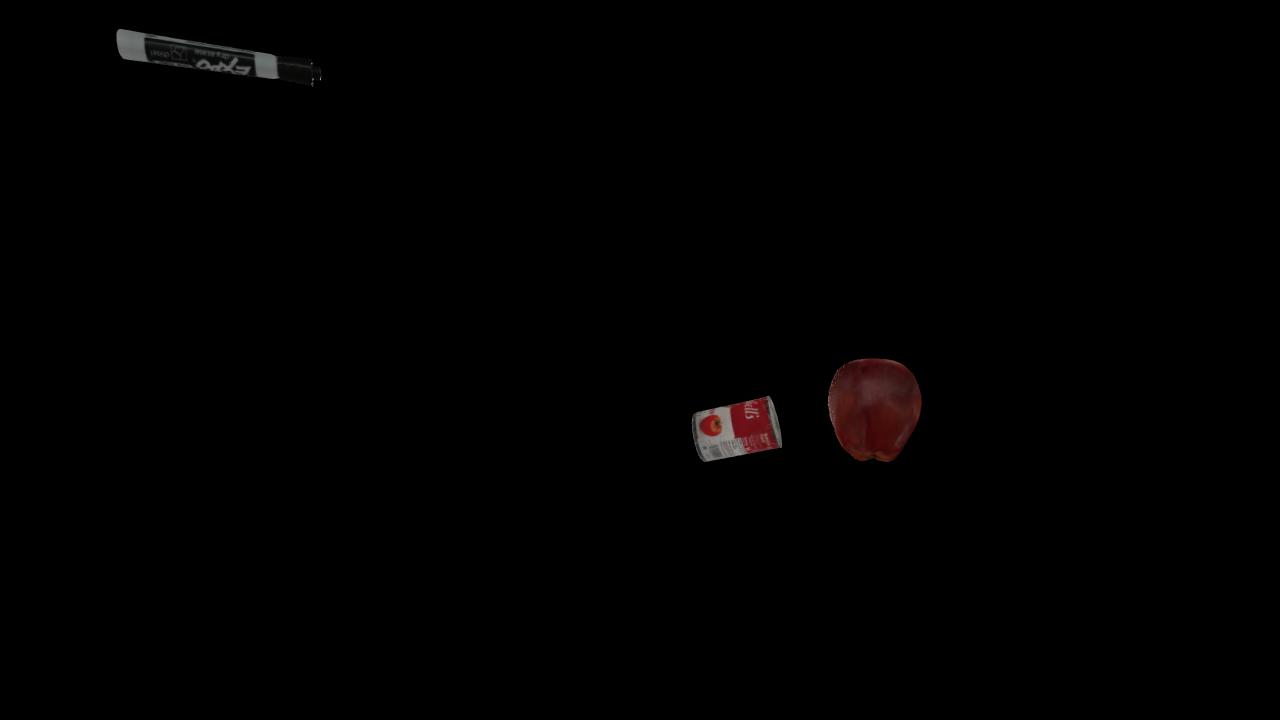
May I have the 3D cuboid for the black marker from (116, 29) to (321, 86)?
[{"bbox_3d":[-0.297,-0.215,0.442,0.121,0.020,0.020,-2,1,-25],"label":"black marker"}]

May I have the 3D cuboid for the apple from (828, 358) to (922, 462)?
[{"bbox_3d":[0.210,0.042,0.550,0.079,0.093,0.079,10,-21,4],"label":"apple"}]

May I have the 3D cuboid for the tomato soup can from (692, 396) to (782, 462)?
[{"bbox_3d":[0.124,0.089,0.786,0.101,0.068,0.068,-15,-5,18],"label":"tomato soup can"}]
